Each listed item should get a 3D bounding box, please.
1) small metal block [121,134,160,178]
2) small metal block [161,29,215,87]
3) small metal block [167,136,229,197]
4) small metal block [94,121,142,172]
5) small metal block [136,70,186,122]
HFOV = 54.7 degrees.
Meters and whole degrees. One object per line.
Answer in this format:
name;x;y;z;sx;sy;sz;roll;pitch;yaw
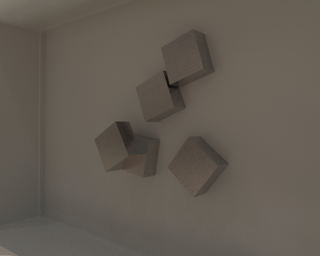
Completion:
small metal block;-0.030;0.036;0.430;0.050;0.025;0.050;13;98;39
small metal block;0.033;-0.084;0.378;0.050;0.025;0.050;-21;77;37
small metal block;0.044;0.045;0.369;0.050;0.025;0.050;47;117;29
small metal block;-0.058;0.025;0.420;0.050;0.025;0.050;-36;68;34
small metal block;0.000;-0.040;0.405;0.050;0.025;0.050;-25;74;37
